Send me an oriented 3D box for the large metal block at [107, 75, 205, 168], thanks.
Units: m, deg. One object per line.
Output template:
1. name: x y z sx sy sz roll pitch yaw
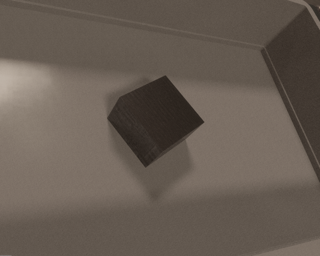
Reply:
1. large metal block: -0.005 -0.010 0.394 0.081 0.050 0.080 -32 80 -38
